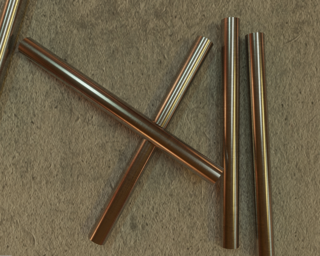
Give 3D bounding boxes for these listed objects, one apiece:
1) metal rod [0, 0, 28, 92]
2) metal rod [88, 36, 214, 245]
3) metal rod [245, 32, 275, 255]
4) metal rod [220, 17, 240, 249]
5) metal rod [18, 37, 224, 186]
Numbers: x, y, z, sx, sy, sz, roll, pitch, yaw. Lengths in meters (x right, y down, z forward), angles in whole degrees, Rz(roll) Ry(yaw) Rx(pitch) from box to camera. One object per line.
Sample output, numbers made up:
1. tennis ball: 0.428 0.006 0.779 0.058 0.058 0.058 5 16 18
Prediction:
1. metal rod: -0.202 -0.125 0.408 0.025 0.025 0.298 17 90 0
2. metal rod: -0.012 0.016 0.409 0.025 0.025 0.299 29 90 0
3. metal rod: 0.132 0.026 0.410 0.025 0.025 0.298 -3 90 0
4. metal rod: 0.093 0.007 0.410 0.025 0.025 0.298 0 90 0
5. metal rod: -0.054 -0.025 0.390 0.301 0.025 0.025 34 90 7
